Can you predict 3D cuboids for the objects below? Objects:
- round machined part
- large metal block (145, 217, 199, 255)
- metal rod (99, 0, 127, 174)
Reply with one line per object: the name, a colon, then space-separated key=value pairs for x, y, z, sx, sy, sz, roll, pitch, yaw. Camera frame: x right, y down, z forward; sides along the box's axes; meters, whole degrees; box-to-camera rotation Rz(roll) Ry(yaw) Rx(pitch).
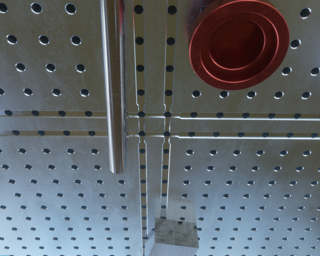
round machined part: x=0.079 y=-0.091 z=0.324 sx=0.099 sy=0.042 sz=0.097 roll=-1 pitch=130 yaw=0
large metal block: x=0.020 y=0.217 z=0.581 sx=0.081 sy=0.050 sz=0.079 roll=11 pitch=129 yaw=-10
metal rod: x=-0.053 y=-0.055 z=0.364 sx=0.025 sy=0.025 sz=0.298 roll=2 pitch=130 yaw=-3
